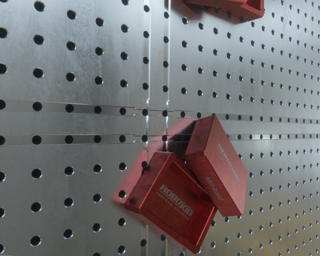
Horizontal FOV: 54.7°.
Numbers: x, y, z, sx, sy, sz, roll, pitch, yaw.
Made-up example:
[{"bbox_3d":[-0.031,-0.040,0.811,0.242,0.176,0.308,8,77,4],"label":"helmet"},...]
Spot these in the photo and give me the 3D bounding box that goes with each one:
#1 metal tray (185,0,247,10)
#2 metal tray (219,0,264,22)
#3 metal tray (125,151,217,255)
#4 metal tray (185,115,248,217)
[{"bbox_3d":[0.082,-0.248,0.456,0.091,0.030,0.129,1,89,-19],"label":"metal tray"},{"bbox_3d":[0.139,-0.258,0.524,0.091,0.030,0.129,2,89,-40],"label":"metal tray"},{"bbox_3d":[0.024,0.104,0.428,0.130,0.030,0.090,46,63,-31],"label":"metal tray"},{"bbox_3d":[0.089,0.057,0.462,0.130,0.030,0.090,57,35,-25],"label":"metal tray"}]
